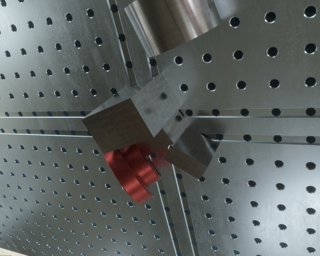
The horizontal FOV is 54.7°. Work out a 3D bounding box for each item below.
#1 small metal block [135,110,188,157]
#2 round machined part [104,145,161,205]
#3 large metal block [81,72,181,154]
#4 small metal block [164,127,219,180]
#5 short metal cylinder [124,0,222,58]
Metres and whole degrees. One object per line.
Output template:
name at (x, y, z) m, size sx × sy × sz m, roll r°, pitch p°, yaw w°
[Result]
small metal block at (0.002, 0.006, 0.397) m, size 0.050 × 0.050 × 0.025 m, roll -28°, pitch 103°, yaw 37°
round machined part at (-0.034, 0.053, 0.426) m, size 0.042 × 0.098 × 0.098 m, roll -34°, pitch 102°, yaw -1°
large metal block at (-0.033, -0.019, 0.380) m, size 0.080 × 0.080 × 0.050 m, roll -19°, pitch 109°, yaw 35°
small metal block at (0.041, 0.030, 0.391) m, size 0.050 × 0.050 × 0.025 m, roll 30°, pitch 128°, yaw 9°
short metal cylinder at (0.013, -0.109, 0.300) m, size 0.080 × 0.080 × 0.050 m, roll -15°, pitch 111°, yaw 34°
